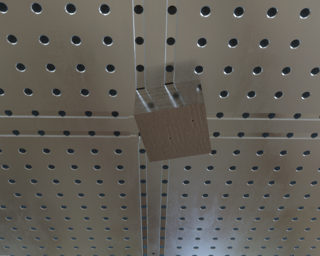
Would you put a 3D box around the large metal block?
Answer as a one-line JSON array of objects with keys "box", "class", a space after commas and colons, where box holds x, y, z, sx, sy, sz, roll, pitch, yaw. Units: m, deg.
[{"box": [0.018, -0.008, 0.389, 0.080, 0.050, 0.080, -9, 130, 7], "class": "large metal block"}]
